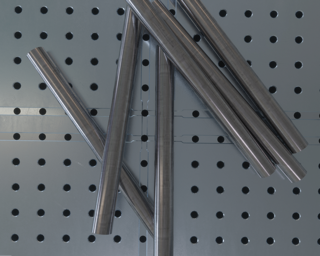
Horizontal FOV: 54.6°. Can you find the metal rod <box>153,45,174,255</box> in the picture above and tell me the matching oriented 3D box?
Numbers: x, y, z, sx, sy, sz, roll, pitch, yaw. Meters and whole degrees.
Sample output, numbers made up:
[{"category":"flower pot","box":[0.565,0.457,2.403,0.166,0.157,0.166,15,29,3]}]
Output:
[{"category":"metal rod","box":[0.005,0.040,0.398,0.025,0.025,0.299,1,84,0]}]

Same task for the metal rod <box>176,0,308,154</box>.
[{"category":"metal rod","box":[0.096,-0.093,0.413,0.025,0.025,0.300,-37,90,0]}]

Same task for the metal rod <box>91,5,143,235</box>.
[{"category":"metal rod","box":[-0.051,-0.020,0.395,0.025,0.025,0.299,8,83,0]}]

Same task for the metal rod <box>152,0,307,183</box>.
[{"category":"metal rod","box":[0.088,-0.049,0.413,0.025,0.025,0.300,-41,90,0]}]

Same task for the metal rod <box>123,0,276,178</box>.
[{"category":"metal rod","box":[0.051,-0.057,0.395,0.025,0.025,0.300,-39,97,0]}]

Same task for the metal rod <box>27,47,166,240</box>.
[{"category":"metal rod","box":[-0.080,0.023,0.412,0.025,0.025,0.299,-35,90,0]}]
